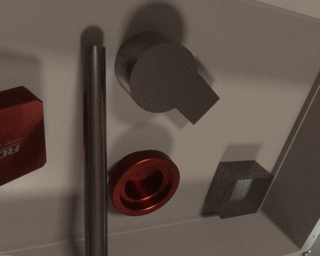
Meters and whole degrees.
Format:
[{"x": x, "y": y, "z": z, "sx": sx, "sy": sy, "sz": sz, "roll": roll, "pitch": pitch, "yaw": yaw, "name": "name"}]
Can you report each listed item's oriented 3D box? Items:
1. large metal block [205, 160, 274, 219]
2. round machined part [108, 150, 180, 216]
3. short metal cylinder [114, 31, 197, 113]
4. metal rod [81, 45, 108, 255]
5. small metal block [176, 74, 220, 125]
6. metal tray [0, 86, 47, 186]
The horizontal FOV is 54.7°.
[{"x": 0.135, "y": 0.104, "z": 0.534, "sx": 0.081, "sy": 0.050, "sz": 0.079, "roll": 0, "pitch": 118, "yaw": -29, "name": "large metal block"}, {"x": -0.025, "y": 0.071, "z": 0.429, "sx": 0.099, "sy": 0.042, "sz": 0.097, "roll": -14, "pitch": 125, "yaw": -21, "name": "round machined part"}, {"x": -0.005, "y": -0.064, "z": 0.352, "sx": 0.081, "sy": 0.050, "sz": 0.079, "roll": -14, "pitch": 125, "yaw": -21, "name": "short metal cylinder"}, {"x": -0.070, "y": 0.064, "z": 0.338, "sx": 0.025, "sy": 0.025, "sz": 0.298, "roll": -3, "pitch": 97, "yaw": -28, "name": "metal rod"}, {"x": 0.043, "y": -0.040, "z": 0.409, "sx": 0.050, "sy": 0.025, "sz": 0.050, "roll": -46, "pitch": 130, "yaw": 4, "name": "small metal block"}, {"x": -0.174, "y": 0.021, "z": 0.285, "sx": 0.131, "sy": 0.030, "sz": 0.089, "roll": -27, "pitch": 141, "yaw": -41, "name": "metal tray"}]
